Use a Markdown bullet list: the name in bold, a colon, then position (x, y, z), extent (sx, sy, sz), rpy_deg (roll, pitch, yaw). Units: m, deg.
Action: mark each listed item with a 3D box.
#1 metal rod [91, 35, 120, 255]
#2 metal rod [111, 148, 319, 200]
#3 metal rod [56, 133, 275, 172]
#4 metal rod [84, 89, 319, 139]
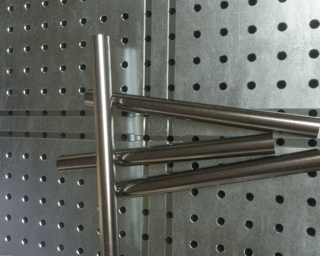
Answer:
- **metal rod**: position (-0.072, 0.029, 0.410), extent (0.025, 0.025, 0.298), rpy_deg (-3, 89, 20)
- **metal rod**: position (0.075, 0.058, 0.386), extent (0.300, 0.025, 0.025), rpy_deg (-13, 86, 19)
- **metal rod**: position (-0.007, 0.036, 0.415), extent (0.301, 0.025, 0.025), rpy_deg (-7, 88, 19)
- **metal rod**: position (0.038, -0.022, 0.399), extent (0.301, 0.025, 0.025), rpy_deg (9, 93, 19)
